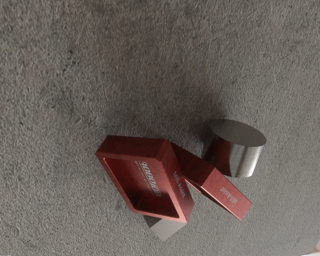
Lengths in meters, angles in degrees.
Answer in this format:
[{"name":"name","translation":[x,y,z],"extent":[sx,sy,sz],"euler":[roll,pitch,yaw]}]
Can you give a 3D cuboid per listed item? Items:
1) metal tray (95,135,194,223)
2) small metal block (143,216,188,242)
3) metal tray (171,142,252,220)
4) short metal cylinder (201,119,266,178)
[{"name":"metal tray","translation":[-0.016,0.067,0.399],"extent":[0.030,0.090,0.129],"euler":[-62,143,-39]},{"name":"small metal block","translation":[0.010,0.150,0.505],"extent":[0.050,0.025,0.050],"euler":[-36,129,-4]},{"name":"metal tray","translation":[0.066,0.077,0.445],"extent":[0.030,0.090,0.130],"euler":[-53,130,-8]},{"name":"short metal cylinder","translation":[0.105,0.027,0.446],"extent":[0.081,0.080,0.050],"euler":[-2,120,-28]}]
